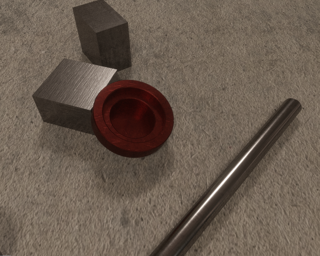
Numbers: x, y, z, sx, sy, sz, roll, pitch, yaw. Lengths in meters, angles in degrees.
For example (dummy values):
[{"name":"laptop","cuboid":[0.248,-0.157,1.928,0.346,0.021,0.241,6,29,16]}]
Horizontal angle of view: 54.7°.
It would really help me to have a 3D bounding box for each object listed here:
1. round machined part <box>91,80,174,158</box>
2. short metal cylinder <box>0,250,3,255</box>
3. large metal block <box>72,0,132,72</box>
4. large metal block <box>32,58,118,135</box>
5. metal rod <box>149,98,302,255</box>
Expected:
[{"name":"round machined part","cuboid":[-0.036,-0.008,0.385,0.099,0.042,0.098,8,61,-15]},{"name":"short metal cylinder","cuboid":[-0.190,0.130,0.275,0.081,0.050,0.080,0,50,0]},{"name":"large metal block","cuboid":[-0.089,-0.141,0.485,0.050,0.080,0.080,-27,55,-21]},{"name":"large metal block","cuboid":[-0.109,-0.044,0.423,0.080,0.050,0.080,14,51,11]},{"name":"metal rod","cuboid":[0.086,0.055,0.357,0.025,0.025,0.302,34,57,25]}]
